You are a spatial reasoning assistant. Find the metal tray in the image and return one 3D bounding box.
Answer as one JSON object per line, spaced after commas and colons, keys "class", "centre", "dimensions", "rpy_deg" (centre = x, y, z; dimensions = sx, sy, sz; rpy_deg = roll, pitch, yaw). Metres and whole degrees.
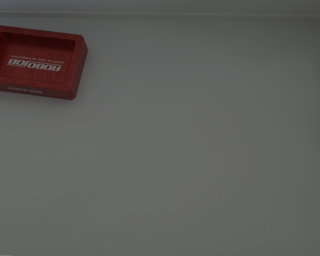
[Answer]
{"class": "metal tray", "centre": [-0.178, -0.093, 0.439], "dimensions": [0.131, 0.030, 0.090], "rpy_deg": [8, 70, 2]}
